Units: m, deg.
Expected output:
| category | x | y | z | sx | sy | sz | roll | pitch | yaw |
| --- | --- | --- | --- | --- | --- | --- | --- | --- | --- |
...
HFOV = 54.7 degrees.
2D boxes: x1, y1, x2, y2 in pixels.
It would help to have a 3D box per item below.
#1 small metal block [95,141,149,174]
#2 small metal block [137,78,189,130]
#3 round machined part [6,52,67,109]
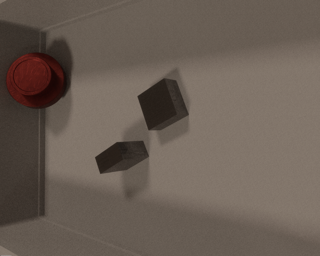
| category | x | y | z | sx | sy | sz | roll | pitch | yaw |
| --- | --- | --- | --- | --- | --- | --- | --- | --- | --- |
| small metal block | -0.053 | 0.040 | 0.432 | 0.050 | 0.050 | 0.025 | -33 | 70 | 35 |
| small metal block | 0.003 | -0.029 | 0.402 | 0.050 | 0.025 | 0.050 | -29 | 72 | 36 |
| round machined part | -0.216 | -0.085 | 0.535 | 0.099 | 0.042 | 0.097 | 1 | 82 | -3 |
